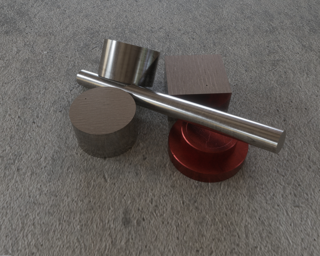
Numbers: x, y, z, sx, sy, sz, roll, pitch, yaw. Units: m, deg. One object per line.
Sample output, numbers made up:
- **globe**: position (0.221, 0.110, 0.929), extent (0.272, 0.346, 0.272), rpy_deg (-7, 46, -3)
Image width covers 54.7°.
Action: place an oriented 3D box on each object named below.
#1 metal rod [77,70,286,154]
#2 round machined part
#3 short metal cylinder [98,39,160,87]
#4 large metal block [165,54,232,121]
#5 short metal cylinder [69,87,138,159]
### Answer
- **metal rod**: position (0.002, -0.031, 0.387), extent (0.300, 0.025, 0.025), rpy_deg (21, 52, 33)
- **round machined part**: position (0.059, 0.014, 0.381), extent (0.099, 0.042, 0.098), rpy_deg (0, 50, 0)
- **short metal cylinder**: position (-0.044, -0.092, 0.441), extent (0.080, 0.050, 0.080), rpy_deg (13, 12, -3)
- **large metal block**: position (0.049, -0.058, 0.435), extent (0.081, 0.050, 0.080), rpy_deg (-2, 50, -2)
- **short metal cylinder**: position (-0.069, -0.007, 0.395), extent (0.081, 0.050, 0.080), rpy_deg (0, 50, 0)
